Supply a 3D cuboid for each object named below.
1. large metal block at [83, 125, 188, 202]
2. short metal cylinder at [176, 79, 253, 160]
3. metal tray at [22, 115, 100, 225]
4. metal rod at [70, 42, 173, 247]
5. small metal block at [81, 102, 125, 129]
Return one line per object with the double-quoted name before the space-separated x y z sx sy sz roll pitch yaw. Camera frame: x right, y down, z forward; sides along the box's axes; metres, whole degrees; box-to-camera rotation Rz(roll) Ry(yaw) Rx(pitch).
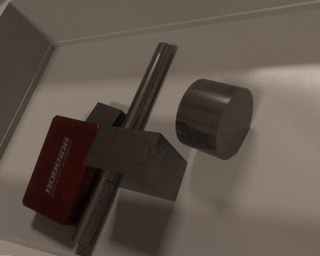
"large metal block" -0.025 0.041 0.357 0.080 0.080 0.050 7 65 31
"short metal cylinder" 0.062 -0.011 0.344 0.050 0.080 0.080 20 73 35
"metal tray" -0.125 0.053 0.416 0.090 0.030 0.129 12 79 32
"metal rod" -0.044 0.007 0.422 0.025 0.025 0.300 9 66 31
"small metal block" -0.080 -0.005 0.449 0.050 0.025 0.050 20 72 35
